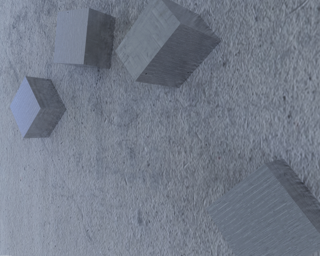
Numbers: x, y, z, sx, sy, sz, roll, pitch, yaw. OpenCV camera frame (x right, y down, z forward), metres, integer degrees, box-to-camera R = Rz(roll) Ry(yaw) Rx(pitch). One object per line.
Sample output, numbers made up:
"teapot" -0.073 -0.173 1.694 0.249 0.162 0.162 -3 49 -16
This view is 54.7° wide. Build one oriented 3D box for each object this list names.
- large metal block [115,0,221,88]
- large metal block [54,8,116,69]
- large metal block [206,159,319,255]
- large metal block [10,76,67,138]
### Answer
"large metal block" 0.010 -0.096 0.361 0.080 0.081 0.050 -47 62 30
"large metal block" -0.120 -0.138 0.488 0.080 0.050 0.079 12 98 39
"large metal block" 0.107 0.088 0.301 0.080 0.050 0.080 -47 62 29
"large metal block" -0.229 -0.038 0.578 0.080 0.050 0.080 -49 61 29
